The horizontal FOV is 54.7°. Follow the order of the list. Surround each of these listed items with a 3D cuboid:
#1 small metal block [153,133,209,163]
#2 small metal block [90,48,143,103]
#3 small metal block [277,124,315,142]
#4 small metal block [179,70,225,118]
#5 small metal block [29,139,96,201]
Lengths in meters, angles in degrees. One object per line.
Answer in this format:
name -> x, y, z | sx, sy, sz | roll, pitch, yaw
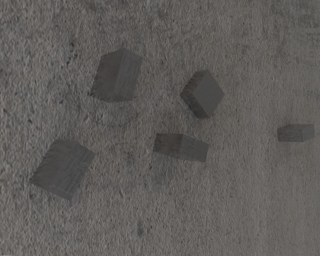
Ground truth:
small metal block -> 0.028, 0.026, 0.411 | 0.050, 0.050, 0.025 | 21, 77, -38
small metal block -> -0.049, -0.057, 0.347 | 0.025, 0.050, 0.050 | 22, 76, -38
small metal block -> 0.269, 0.009, 0.614 | 0.050, 0.050, 0.025 | -15, 100, -39
small metal block -> 0.063, -0.049, 0.457 | 0.050, 0.025, 0.050 | 50, 61, -29
small metal block -> -0.097, 0.040, 0.307 | 0.025, 0.050, 0.050 | 39, 66, -33
